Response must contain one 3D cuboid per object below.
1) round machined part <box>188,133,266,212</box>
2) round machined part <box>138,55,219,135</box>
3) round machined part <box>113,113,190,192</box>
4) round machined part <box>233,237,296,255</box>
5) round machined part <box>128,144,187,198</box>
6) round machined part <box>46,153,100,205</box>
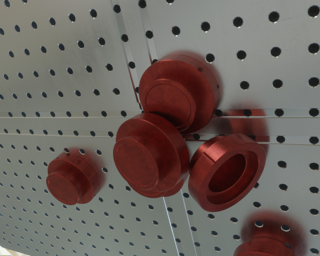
[{"bbox_3d":[0.074,0.048,0.368,0.042,0.099,0.097,44,141,46],"label":"round machined part"},{"bbox_3d":[0.017,-0.034,0.371,0.098,0.042,0.097,13,124,21],"label":"round machined part"},{"bbox_3d":[-0.017,0.035,0.371,0.098,0.042,0.097,19,123,31],"label":"round machined part"},{"bbox_3d":[0.154,0.196,0.440,0.098,0.042,0.097,13,124,21],"label":"round machined part"},{"bbox_3d":[-0.012,0.061,0.445,0.098,0.042,0.097,13,124,21],"label":"round machined part"},{"bbox_3d":[-0.159,0.096,0.544,0.098,0.042,0.097,13,124,21],"label":"round machined part"}]
